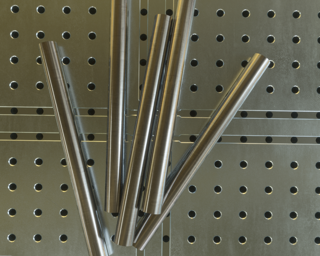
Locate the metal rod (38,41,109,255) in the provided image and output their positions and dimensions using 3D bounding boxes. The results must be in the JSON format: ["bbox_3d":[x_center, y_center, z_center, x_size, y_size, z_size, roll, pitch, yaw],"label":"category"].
[{"bbox_3d":[-0.114,0.034,0.411,0.025,0.025,0.298,-14,90,0],"label":"metal rod"}]

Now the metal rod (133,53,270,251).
[{"bbox_3d":[0.052,0.031,0.414,0.025,0.025,0.299,34,90,-1],"label":"metal rod"}]

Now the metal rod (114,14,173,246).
[{"bbox_3d":[-0.021,0.000,0.404,0.025,0.025,0.298,10,87,-1],"label":"metal rod"}]

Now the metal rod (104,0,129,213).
[{"bbox_3d":[-0.057,-0.040,0.412,0.025,0.025,0.298,2,90,-1],"label":"metal rod"}]

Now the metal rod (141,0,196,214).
[{"bbox_3d":[0.014,-0.041,0.402,0.025,0.025,0.298,10,85,-1],"label":"metal rod"}]
